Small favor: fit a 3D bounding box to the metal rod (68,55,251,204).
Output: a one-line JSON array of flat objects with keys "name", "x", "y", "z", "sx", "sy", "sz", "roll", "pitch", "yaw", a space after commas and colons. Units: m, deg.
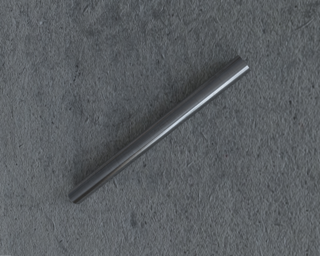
[{"name": "metal rod", "x": -0.011, "y": 0.011, "z": 0.414, "sx": 0.300, "sy": 0.025, "sz": 0.025, "roll": -38, "pitch": 78, "yaw": 15}]
